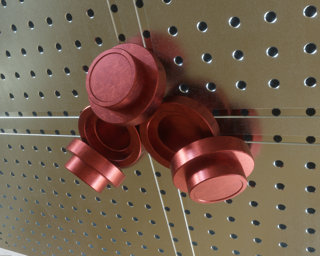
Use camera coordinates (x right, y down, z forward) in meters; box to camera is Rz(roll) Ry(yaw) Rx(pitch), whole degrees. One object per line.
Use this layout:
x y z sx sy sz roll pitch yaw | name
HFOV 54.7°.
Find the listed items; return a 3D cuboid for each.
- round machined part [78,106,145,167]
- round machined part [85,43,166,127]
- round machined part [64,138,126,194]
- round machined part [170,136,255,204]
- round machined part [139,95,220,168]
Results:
-0.061 0.003 0.431 0.098 0.042 0.097 13 124 20 | round machined part
-0.046 -0.052 0.357 0.098 0.042 0.098 -5 78 26 | round machined part
-0.102 0.061 0.460 0.098 0.042 0.098 34 163 12 | round machined part
0.064 0.055 0.365 0.099 0.042 0.097 -7 142 -5 | round machined part
0.027 0.004 0.387 0.098 0.042 0.097 13 124 20 | round machined part
